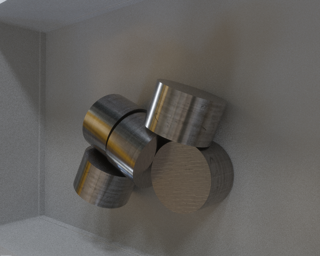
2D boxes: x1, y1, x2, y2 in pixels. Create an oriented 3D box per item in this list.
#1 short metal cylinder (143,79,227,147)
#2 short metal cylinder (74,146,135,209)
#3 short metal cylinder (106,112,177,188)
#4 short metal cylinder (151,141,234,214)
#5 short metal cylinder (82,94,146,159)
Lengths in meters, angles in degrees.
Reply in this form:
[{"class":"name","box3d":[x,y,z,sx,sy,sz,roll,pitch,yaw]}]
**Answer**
[{"class":"short metal cylinder","box3d":[0.027,-0.018,0.345,0.080,0.081,0.050,29,108,36]},{"class":"short metal cylinder","box3d":[-0.072,0.064,0.425,0.080,0.081,0.050,36,112,34]},{"class":"short metal cylinder","box3d":[-0.019,0.027,0.383,0.050,0.081,0.079,33,111,35]},{"class":"short metal cylinder","box3d":[0.037,0.053,0.356,0.080,0.050,0.079,0,90,39]},{"class":"short metal cylinder","box3d":[-0.054,0.001,0.411,0.050,0.081,0.079,32,110,35]}]
